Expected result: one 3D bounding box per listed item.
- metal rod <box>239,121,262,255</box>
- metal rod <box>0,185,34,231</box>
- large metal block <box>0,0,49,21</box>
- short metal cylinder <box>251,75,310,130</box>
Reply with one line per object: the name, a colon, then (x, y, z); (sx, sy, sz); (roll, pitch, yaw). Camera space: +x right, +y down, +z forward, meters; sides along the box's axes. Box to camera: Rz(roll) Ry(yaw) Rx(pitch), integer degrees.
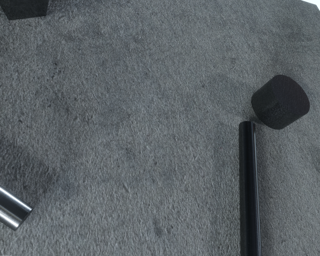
metal rod: (0.115, 0.118, 0.395); (0.025, 0.025, 0.300); (21, 54, -16)
metal rod: (-0.246, -0.005, 0.273); (0.301, 0.025, 0.025); (36, 51, -4)
large metal block: (-0.182, -0.198, 0.392); (0.050, 0.080, 0.080); (-25, 76, -37)
short metal cylinder: (0.205, -0.044, 0.528); (0.081, 0.050, 0.080); (14, 56, -21)
